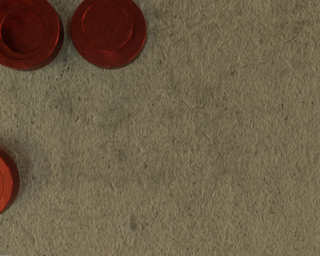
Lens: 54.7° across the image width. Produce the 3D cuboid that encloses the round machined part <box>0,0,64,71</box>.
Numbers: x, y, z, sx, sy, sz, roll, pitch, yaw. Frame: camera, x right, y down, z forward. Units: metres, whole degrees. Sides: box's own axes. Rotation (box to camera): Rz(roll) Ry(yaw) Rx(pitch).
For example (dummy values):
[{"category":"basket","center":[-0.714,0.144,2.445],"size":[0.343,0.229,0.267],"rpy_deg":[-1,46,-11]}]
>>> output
[{"category":"round machined part","center":[-0.173,-0.121,0.400],"size":[0.099,0.042,0.097],"rpy_deg":[0,90,0]}]

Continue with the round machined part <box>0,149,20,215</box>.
[{"category":"round machined part","center":[-0.230,0.070,0.400],"size":[0.099,0.042,0.097],"rpy_deg":[0,90,0]}]

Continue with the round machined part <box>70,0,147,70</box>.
[{"category":"round machined part","center":[-0.067,-0.128,0.401],"size":[0.099,0.042,0.097],"rpy_deg":[0,90,0]}]
